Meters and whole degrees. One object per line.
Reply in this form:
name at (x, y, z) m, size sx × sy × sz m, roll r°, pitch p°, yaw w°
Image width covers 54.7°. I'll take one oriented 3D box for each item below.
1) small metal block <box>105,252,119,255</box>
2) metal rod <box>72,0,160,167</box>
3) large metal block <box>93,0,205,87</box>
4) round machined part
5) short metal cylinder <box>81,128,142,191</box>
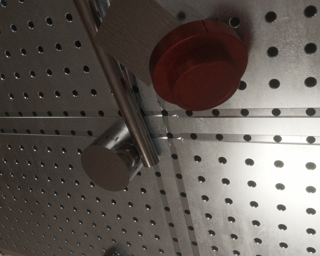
small metal block at (-0.096, 0.288, 0.637) m, size 0.050 × 0.025 × 0.050 m, roll 47°, pitch 129°, yaw -6°
metal rod at (-0.062, -0.080, 0.392) m, size 0.025 × 0.025 × 0.298 m, roll -8°, pitch 115°, yaw 31°
large metal block at (-0.013, -0.106, 0.335) m, size 0.080 × 0.050 × 0.080 m, roll 40°, pitch 129°, yaw 0°
round machined part at (0.041, -0.054, 0.310) m, size 0.099 × 0.042 × 0.097 m, roll -9°, pitch 144°, yaw -7°
short metal cylinder at (-0.068, 0.046, 0.458) m, size 0.080 × 0.050 × 0.079 m, roll 13°, pitch 124°, yaw 20°
